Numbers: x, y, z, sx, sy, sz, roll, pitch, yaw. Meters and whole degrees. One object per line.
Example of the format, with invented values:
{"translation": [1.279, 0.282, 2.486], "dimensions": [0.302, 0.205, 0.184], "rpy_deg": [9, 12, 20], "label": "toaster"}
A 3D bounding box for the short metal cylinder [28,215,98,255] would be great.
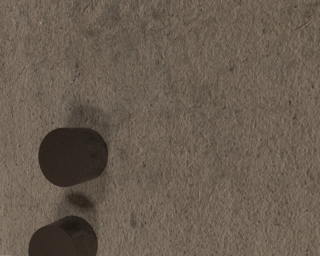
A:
{"translation": [-0.137, 0.172, 0.443], "dimensions": [0.080, 0.050, 0.079], "rpy_deg": [0, 90, 19], "label": "short metal cylinder"}

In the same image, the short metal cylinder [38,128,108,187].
{"translation": [-0.121, 0.039, 0.437], "dimensions": [0.080, 0.050, 0.079], "rpy_deg": [0, 90, 19], "label": "short metal cylinder"}
